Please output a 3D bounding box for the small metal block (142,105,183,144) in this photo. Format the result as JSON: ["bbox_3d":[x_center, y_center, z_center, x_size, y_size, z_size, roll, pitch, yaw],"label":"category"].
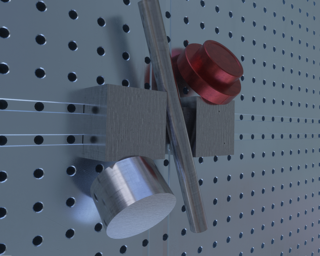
[{"bbox_3d":[0.003,-0.004,0.413,0.050,0.025,0.050,1,90,-40],"label":"small metal block"}]

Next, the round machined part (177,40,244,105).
[{"bbox_3d":[0.076,-0.083,0.430,0.099,0.042,0.098,23,43,-23],"label":"round machined part"}]

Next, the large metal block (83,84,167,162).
[{"bbox_3d":[-0.040,-0.004,0.360,0.081,0.050,0.080,3,89,-40],"label":"large metal block"}]

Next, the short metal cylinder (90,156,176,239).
[{"bbox_3d":[-0.030,0.077,0.341,0.081,0.050,0.080,-21,143,-17],"label":"short metal cylinder"}]

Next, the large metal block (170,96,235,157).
[{"bbox_3d":[0.062,-0.001,0.446,0.081,0.050,0.080,1,89,-40],"label":"large metal block"}]

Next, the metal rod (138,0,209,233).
[{"bbox_3d":[0.020,-0.007,0.392,0.025,0.025,0.298,-22,104,-38],"label":"metal rod"}]
